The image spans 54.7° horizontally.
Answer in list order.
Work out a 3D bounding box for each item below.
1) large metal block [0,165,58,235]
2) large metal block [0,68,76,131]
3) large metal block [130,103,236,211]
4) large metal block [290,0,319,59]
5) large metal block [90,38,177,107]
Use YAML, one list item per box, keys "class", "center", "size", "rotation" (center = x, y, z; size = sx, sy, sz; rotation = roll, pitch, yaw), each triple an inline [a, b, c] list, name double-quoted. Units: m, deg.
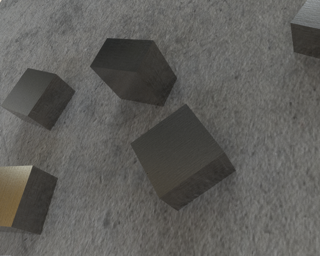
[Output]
- class: "large metal block"
  center: [-0.201, 0.100, 0.430]
  size: [0.080, 0.050, 0.080]
  rotation: [-5, 59, 25]
- class: "large metal block"
  center: [-0.205, -0.050, 0.523]
  size: [0.080, 0.050, 0.080]
  rotation: [16, 70, 34]
- class: "large metal block"
  center: [0.025, 0.033, 0.354]
  size: [0.080, 0.050, 0.080]
  rotation: [-36, 51, 4]
- class: "large metal block"
  center: [0.210, -0.123, 0.353]
  size: [0.080, 0.050, 0.080]
  rotation: [30, 78, 37]
- class: "large metal block"
  center: [-0.035, -0.078, 0.433]
  size: [0.080, 0.080, 0.050]
  rotation: [13, 69, 33]
